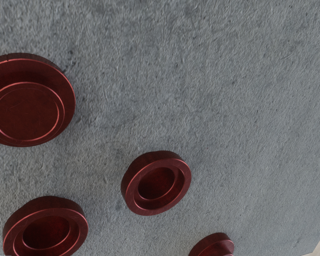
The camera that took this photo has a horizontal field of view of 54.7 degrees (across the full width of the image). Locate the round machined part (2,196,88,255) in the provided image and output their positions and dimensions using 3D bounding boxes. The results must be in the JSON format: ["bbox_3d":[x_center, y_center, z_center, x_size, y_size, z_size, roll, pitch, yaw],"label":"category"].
[{"bbox_3d":[-0.145,0.126,0.394,0.099,0.042,0.097,-14,124,-21],"label":"round machined part"}]

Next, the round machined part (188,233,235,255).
[{"bbox_3d":[0.108,0.259,0.615,0.099,0.042,0.097,-14,124,-21],"label":"round machined part"}]

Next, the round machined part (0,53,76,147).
[{"bbox_3d":[-0.134,-0.022,0.309,0.099,0.042,0.097,-14,124,-21],"label":"round machined part"}]

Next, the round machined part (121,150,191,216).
[{"bbox_3d":[-0.009,0.072,0.436,0.099,0.042,0.097,-14,124,-21],"label":"round machined part"}]
